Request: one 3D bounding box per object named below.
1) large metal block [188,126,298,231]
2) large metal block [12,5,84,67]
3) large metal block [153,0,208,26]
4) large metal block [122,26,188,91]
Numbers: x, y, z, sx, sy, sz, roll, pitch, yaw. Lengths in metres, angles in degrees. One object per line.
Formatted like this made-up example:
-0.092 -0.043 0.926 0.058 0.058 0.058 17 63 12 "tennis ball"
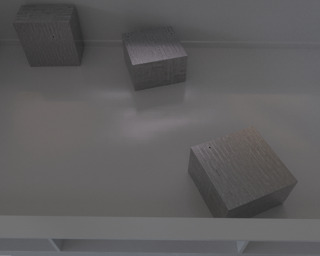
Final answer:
0.087 0.053 0.344 0.081 0.050 0.080 -18 52 -15 "large metal block"
-0.171 -0.145 0.490 0.081 0.080 0.050 -1 50 -1 "large metal block"
0.042 -0.253 0.604 0.080 0.050 0.080 26 55 20 "large metal block"
-0.010 -0.109 0.480 0.081 0.050 0.080 -12 51 -10 "large metal block"
